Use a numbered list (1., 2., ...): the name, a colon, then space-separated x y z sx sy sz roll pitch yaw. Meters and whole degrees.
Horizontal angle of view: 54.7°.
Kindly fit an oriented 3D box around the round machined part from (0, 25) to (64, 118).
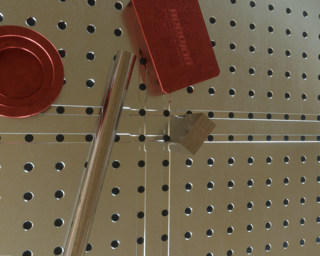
1. round machined part: -0.159 -0.059 0.345 0.099 0.042 0.097 0 90 -21

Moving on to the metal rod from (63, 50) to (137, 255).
1. metal rod: -0.078 0.049 0.384 0.025 0.025 0.299 16 85 -20

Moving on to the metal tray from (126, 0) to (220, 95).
1. metal tray: 0.019 -0.119 0.418 0.091 0.030 0.129 -21 97 -19

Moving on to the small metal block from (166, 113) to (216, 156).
1. small metal block: 0.040 0.008 0.416 0.025 0.050 0.050 42 77 -16
